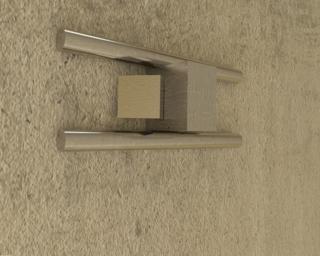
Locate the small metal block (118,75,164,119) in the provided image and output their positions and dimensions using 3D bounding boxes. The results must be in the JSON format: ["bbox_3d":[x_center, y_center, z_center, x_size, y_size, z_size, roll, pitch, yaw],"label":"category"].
[{"bbox_3d":[-0.022,-0.036,0.371,0.025,0.050,0.050,3,89,-80],"label":"small metal block"}]

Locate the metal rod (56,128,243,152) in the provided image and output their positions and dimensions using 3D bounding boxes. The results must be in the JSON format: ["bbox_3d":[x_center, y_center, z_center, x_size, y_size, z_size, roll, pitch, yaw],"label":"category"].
[{"bbox_3d":[0.012,0.017,0.419,0.302,0.025,0.025,2,89,-40],"label":"metal rod"}]

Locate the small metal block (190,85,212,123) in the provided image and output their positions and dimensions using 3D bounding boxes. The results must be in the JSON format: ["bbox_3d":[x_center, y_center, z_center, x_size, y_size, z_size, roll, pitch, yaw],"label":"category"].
[{"bbox_3d":[0.057,-0.033,0.438,0.025,0.050,0.050,0,89,2],"label":"small metal block"}]

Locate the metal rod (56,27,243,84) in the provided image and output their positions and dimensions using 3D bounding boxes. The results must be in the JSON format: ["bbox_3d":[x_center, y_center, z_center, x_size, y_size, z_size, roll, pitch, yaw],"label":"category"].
[{"bbox_3d":[0.012,-0.089,0.418,0.302,0.025,0.025,2,89,-40],"label":"metal rod"}]

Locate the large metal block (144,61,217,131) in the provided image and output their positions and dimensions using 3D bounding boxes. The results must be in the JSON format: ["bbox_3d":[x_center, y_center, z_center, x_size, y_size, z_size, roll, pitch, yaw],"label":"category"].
[{"bbox_3d":[0.024,-0.036,0.396,0.050,0.080,0.079,1,90,-40],"label":"large metal block"}]
